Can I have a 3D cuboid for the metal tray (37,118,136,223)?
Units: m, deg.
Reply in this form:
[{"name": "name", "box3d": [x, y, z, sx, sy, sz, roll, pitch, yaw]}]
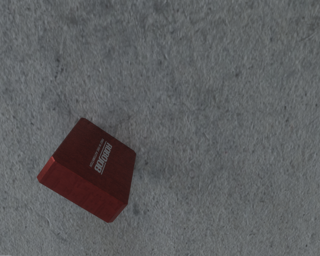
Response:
[{"name": "metal tray", "box3d": [-0.078, 0.043, 0.369, 0.090, 0.130, 0.030, 35, 106, -12]}]
